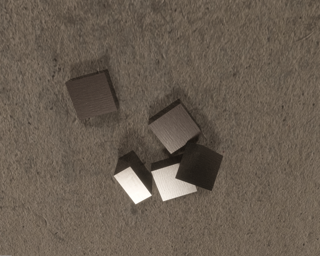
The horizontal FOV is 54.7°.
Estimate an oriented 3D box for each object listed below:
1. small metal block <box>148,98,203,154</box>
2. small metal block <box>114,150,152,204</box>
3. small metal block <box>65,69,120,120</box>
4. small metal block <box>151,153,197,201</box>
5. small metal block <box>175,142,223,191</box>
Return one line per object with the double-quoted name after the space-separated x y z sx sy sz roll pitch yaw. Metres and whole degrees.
0.020 -0.002 0.409 0.050 0.025 0.050 -34 107 11 "small metal block"
-0.035 0.065 0.420 0.025 0.050 0.050 -31 108 10 "small metal block"
-0.084 -0.043 0.393 0.050 0.025 0.050 -14 110 5 "small metal block"
0.020 0.069 0.436 0.050 0.025 0.050 -18 109 6 "small metal block"
0.053 0.051 0.407 0.050 0.025 0.050 27 79 -44 "small metal block"
